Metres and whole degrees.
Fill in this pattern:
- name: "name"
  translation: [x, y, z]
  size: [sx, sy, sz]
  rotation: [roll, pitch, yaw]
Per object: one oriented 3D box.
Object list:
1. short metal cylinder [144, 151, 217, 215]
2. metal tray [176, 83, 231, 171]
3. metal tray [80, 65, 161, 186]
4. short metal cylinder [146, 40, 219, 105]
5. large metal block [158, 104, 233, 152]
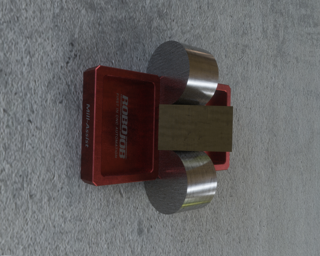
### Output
- name: "short metal cylinder"
  translation: [0.024, 0.065, 0.391]
  size: [0.050, 0.080, 0.080]
  rotation: [3, 89, -40]
- name: "metal tray"
  translation: [0.064, -0.002, 0.457]
  size: [0.091, 0.030, 0.129]
  rotation: [2, 89, -40]
- name: "metal tray"
  translation: [-0.044, -0.002, 0.366]
  size: [0.091, 0.030, 0.129]
  rotation: [2, 89, -40]
- name: "short metal cylinder"
  translation: [0.027, -0.065, 0.392]
  size: [0.050, 0.080, 0.080]
  rotation: [3, 89, -40]
- name: "large metal block"
  translation: [0.039, 0.000, 0.376]
  size: [0.081, 0.080, 0.050]
  rotation: [2, 90, 0]
